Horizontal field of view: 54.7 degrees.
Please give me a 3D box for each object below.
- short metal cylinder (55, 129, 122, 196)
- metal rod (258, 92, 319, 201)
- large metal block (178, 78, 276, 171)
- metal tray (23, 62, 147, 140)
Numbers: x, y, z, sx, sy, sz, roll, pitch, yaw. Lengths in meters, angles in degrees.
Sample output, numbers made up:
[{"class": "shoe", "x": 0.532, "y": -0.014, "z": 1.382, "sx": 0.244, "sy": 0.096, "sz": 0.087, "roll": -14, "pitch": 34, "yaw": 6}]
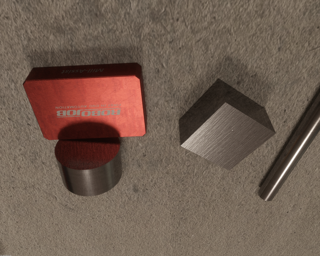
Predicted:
[{"class": "short metal cylinder", "x": -0.091, "y": 0.042, "z": 0.405, "sx": 0.081, "sy": 0.080, "sz": 0.050, "roll": 1, "pitch": 130, "yaw": -1}, {"class": "metal rod", "x": 0.198, "y": -0.003, "z": 0.407, "sx": 0.025, "sy": 0.025, "sz": 0.298, "roll": 8, "pitch": 130, "yaw": -7}, {"class": "large metal block", "x": 0.081, "y": -0.002, "z": 0.390, "sx": 0.080, "sy": 0.050, "sz": 0.080, "roll": 28, "pitch": 125, "yaw": -22}, {"class": "metal tray", "x": -0.085, "y": -0.030, "z": 0.377, "sx": 0.131, "sy": 0.030, "sz": 0.089, "roll": -3, "pitch": 130, "yaw": 1}]
